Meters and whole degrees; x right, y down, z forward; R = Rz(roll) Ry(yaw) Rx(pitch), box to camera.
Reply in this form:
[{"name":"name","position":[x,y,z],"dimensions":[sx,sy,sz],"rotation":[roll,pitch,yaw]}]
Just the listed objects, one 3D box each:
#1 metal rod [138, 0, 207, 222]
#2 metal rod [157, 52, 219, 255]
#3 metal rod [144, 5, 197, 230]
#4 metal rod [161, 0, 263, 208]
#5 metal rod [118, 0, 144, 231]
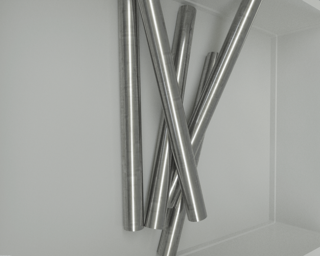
[{"name":"metal rod","position":[0.014,-0.031,0.374],"dimensions":[0.025,0.025,0.298],"rotation":[-19,99,-39]},{"name":"metal rod","position":[0.047,0.030,0.445],"dimensions":[0.025,0.025,0.299],"rotation":[25,74,-37]},{"name":"metal rod","position":[0.016,-0.022,0.409],"dimensions":[0.025,0.025,0.299],"rotation":[18,75,-39]},{"name":"metal rod","position":[0.064,-0.036,0.406],"dimensions":[0.025,0.025,0.299],"rotation":[21,93,-38]},{"name":"metal rod","position":[-0.035,-0.027,0.376],"dimensions":[0.025,0.025,0.298],"rotation":[-2,92,-40]}]
